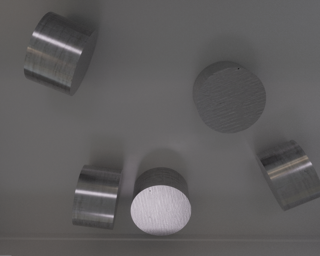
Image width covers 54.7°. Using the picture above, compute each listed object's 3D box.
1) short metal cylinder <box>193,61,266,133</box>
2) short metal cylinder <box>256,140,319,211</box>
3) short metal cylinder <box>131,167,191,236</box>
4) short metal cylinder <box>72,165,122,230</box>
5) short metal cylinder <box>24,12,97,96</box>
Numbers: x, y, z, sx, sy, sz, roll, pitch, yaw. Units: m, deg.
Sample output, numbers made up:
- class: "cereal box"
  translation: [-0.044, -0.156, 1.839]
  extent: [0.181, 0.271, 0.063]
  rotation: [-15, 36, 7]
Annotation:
- class: "short metal cylinder"
  translation: [0.083, -0.039, 0.384]
  extent: [0.081, 0.050, 0.079]
  rotation: [0, 110, 0]
- class: "short metal cylinder"
  translation: [0.167, 0.062, 0.406]
  extent: [0.050, 0.080, 0.080]
  rotation: [-25, 108, 9]
- class: "short metal cylinder"
  translation: [0.001, 0.102, 0.436]
  extent: [0.081, 0.050, 0.079]
  rotation: [0, 110, 0]
- class: "short metal cylinder"
  translation: [-0.082, 0.092, 0.415]
  extent: [0.050, 0.080, 0.079]
  rotation: [8, 110, -3]
- class: "short metal cylinder"
  translation: [-0.110, -0.082, 0.350]
  extent: [0.050, 0.080, 0.079]
  rotation: [22, 109, -8]
